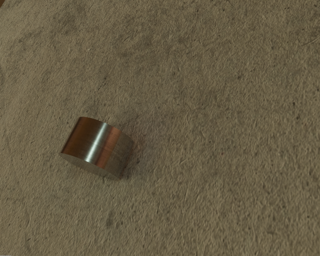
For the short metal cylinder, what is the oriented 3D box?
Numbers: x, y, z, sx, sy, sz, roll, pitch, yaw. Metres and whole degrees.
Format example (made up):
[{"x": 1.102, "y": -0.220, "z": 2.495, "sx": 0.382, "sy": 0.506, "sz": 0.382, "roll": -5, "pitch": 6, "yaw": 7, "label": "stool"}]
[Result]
[{"x": -0.080, "y": 0.027, "z": 0.395, "sx": 0.080, "sy": 0.080, "sz": 0.050, "roll": 10, "pitch": 67, "yaw": 32, "label": "short metal cylinder"}]
